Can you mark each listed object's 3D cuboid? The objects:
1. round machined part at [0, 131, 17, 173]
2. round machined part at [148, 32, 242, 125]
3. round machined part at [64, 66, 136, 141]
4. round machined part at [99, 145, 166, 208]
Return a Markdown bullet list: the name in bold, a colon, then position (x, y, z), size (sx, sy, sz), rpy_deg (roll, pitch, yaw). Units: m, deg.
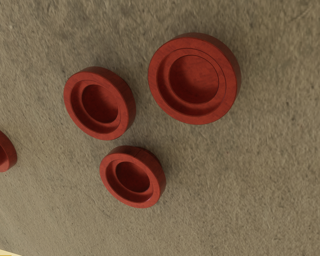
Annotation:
- **round machined part**: position (-0.328, 0.046, 0.594), size (0.098, 0.042, 0.097), rpy_deg (13, 124, 20)
- **round machined part**: position (0.040, -0.056, 0.340), size (0.098, 0.042, 0.097), rpy_deg (13, 124, 20)
- **round machined part**: position (-0.075, -0.035, 0.412), size (0.098, 0.042, 0.097), rpy_deg (13, 124, 20)
- **round machined part**: position (-0.035, 0.066, 0.454), size (0.098, 0.042, 0.097), rpy_deg (13, 124, 20)
